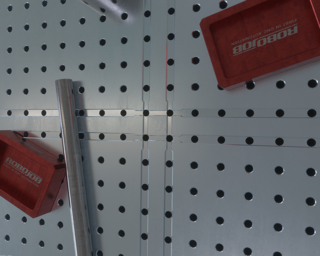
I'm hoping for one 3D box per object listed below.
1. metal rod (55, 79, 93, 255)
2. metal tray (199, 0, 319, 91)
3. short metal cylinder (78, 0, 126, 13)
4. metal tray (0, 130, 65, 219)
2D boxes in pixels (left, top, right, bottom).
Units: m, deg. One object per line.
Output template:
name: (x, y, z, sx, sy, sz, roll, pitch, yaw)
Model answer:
metal rod: (-0.124, 0.077, 0.456, 0.025, 0.025, 0.298, -8, 87, 20)
metal tray: (0.123, -0.107, 0.366, 0.130, 0.030, 0.090, -18, 84, 19)
short metal cylinder: (-0.086, -0.208, 0.430, 0.080, 0.050, 0.079, 0, 90, 20)
metal tray: (-0.218, 0.069, 0.486, 0.130, 0.030, 0.090, 26, 98, 18)
